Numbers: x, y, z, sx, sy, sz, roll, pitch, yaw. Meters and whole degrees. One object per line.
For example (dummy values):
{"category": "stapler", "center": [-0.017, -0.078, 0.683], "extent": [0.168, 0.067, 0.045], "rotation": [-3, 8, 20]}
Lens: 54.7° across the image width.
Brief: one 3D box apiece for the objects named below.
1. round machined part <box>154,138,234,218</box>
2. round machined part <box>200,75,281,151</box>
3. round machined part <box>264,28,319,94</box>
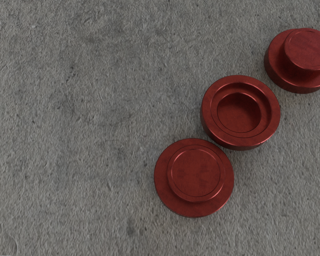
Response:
{"category": "round machined part", "center": [0.042, 0.058, 0.378], "extent": [0.099, 0.042, 0.098], "rotation": [0, 70, 0]}
{"category": "round machined part", "center": [0.101, -0.017, 0.406], "extent": [0.099, 0.042, 0.098], "rotation": [0, 70, 0]}
{"category": "round machined part", "center": [0.203, -0.101, 0.437], "extent": [0.099, 0.042, 0.098], "rotation": [0, 70, 0]}
